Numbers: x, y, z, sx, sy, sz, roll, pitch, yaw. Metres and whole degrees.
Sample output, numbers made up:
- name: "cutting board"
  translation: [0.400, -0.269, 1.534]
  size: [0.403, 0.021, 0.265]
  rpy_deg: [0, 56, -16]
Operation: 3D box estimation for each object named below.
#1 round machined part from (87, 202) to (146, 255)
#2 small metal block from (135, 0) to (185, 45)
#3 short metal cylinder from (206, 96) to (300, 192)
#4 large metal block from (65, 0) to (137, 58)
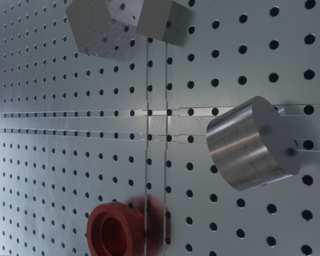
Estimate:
- name: "round machined part"
  translation: [-0.059, 0.155, 0.447]
  size: [0.098, 0.042, 0.097]
  rpy_deg: [0, 90, 40]
- name: "small metal block"
  translation: [-0.001, -0.143, 0.410]
  size: [0.050, 0.025, 0.050]
  rpy_deg: [28, 107, 36]
- name: "short metal cylinder"
  translation: [0.090, 0.016, 0.299]
  size: [0.050, 0.081, 0.080]
  rpy_deg: [-31, 71, 36]
- name: "large metal block"
  translation: [-0.090, -0.165, 0.467]
  size: [0.080, 0.050, 0.080]
  rpy_deg: [-33, 70, 35]
